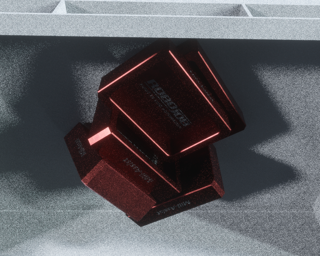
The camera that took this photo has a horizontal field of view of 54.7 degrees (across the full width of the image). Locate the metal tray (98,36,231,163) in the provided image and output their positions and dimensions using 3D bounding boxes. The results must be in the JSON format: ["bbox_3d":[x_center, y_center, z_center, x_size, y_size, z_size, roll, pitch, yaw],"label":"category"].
[{"bbox_3d":[0.008,-0.024,0.344,0.090,0.030,0.130,-29,124,22],"label":"metal tray"}]

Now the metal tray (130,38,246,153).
[{"bbox_3d":[0.036,-0.032,0.379,0.090,0.030,0.130,-26,125,22],"label":"metal tray"}]

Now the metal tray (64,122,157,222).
[{"bbox_3d":[-0.065,0.049,0.381,0.030,0.130,0.090,-47,121,-3],"label":"metal tray"}]

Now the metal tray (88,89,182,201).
[{"bbox_3d":[-0.024,0.019,0.379,0.030,0.090,0.130,-30,124,22],"label":"metal tray"}]

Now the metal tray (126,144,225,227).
[{"bbox_3d":[0.017,0.072,0.426,0.130,0.090,0.030,-26,126,20],"label":"metal tray"}]
